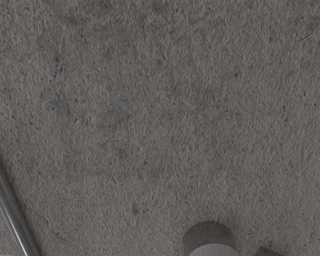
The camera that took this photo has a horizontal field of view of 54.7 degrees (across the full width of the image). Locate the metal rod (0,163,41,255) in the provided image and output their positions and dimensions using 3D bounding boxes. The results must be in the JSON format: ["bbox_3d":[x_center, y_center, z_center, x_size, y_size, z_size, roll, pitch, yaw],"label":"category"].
[{"bbox_3d":[-0.214,0.139,0.458,0.025,0.025,0.298,-11,110,4],"label":"metal rod"}]

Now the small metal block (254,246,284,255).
[{"bbox_3d":[0.173,0.224,0.494,0.050,0.025,0.050,26,108,-10],"label":"small metal block"}]

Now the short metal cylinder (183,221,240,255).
[{"bbox_3d":[0.076,0.189,0.467,0.081,0.050,0.079,0,110,0],"label":"short metal cylinder"}]
